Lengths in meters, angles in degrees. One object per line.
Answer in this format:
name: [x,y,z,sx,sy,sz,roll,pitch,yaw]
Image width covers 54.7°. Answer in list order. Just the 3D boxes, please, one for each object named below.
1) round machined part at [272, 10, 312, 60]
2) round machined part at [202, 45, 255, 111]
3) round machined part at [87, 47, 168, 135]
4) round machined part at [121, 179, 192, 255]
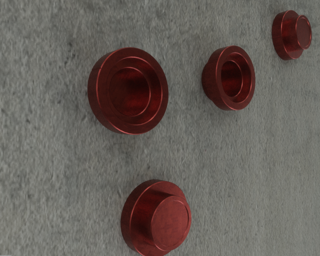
round machined part: [0.271,-0.188,0.624,0.099,0.042,0.097,0,90,-40]
round machined part: [0.103,-0.075,0.483,0.099,0.042,0.097,0,90,-40]
round machined part: [-0.040,-0.041,0.361,0.099,0.042,0.097,0,90,-40]
round machined part: [0.002,0.118,0.398,0.099,0.042,0.097,0,90,-40]
